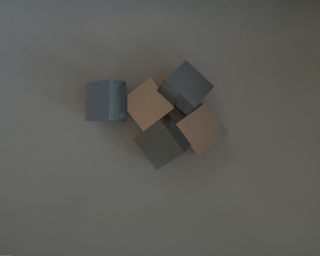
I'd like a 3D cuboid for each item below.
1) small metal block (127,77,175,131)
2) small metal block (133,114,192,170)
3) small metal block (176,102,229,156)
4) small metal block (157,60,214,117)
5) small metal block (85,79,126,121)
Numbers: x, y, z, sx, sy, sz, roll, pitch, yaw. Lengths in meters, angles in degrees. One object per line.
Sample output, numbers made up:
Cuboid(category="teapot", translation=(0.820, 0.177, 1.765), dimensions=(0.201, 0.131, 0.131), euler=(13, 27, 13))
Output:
Cuboid(category="small metal block", translation=(-0.017, -0.030, 0.409), dimensions=(0.050, 0.025, 0.050), euler=(-38, 91, 0))
Cuboid(category="small metal block", translation=(0.003, 0.018, 0.398), dimensions=(0.050, 0.025, 0.050), euler=(-36, 90, 31))
Cuboid(category="small metal block", translation=(0.054, 0.001, 0.410), dimensions=(0.050, 0.025, 0.050), euler=(-36, 90, 0))
Cuboid(category="small metal block", translation=(0.033, -0.051, 0.399), dimensions=(0.050, 0.025, 0.050), euler=(43, 55, -1))
Cuboid(category="small metal block", translation=(-0.070, -0.034, 0.395), dimensions=(0.050, 0.025, 0.050), euler=(0, 90, 43))
